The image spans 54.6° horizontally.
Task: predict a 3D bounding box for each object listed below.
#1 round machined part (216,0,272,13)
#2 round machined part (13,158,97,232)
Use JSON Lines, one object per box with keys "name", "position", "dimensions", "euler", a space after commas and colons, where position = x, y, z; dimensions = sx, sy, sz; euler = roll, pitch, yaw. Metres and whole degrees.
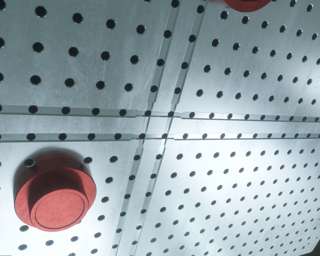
{"name": "round machined part", "position": [0.091, -0.181, 0.338], "dimensions": [0.099, 0.042, 0.097], "euler": [-14, 124, -21]}
{"name": "round machined part", "position": [-0.127, 0.089, 0.385], "dimensions": [0.099, 0.042, 0.097], "euler": [-14, 124, -21]}
